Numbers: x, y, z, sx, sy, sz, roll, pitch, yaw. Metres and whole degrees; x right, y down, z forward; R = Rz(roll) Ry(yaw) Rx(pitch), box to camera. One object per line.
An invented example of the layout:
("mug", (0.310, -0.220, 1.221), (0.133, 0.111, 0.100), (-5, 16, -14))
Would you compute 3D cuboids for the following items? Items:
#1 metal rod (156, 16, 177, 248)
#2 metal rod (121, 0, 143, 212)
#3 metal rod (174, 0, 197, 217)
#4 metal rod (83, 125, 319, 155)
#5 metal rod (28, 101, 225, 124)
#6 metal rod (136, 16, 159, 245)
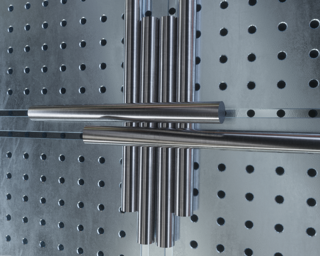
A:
("metal rod", (0.009, 0.005, 0.411), (0.025, 0.025, 0.298), (1, 90, 20))
("metal rod", (-0.038, -0.037, 0.426), (0.025, 0.025, 0.298), (1, 90, 20))
("metal rod", (0.033, -0.038, 0.400), (0.025, 0.025, 0.298), (1, 90, 20))
("metal rod", (0.053, 0.013, 0.372), (0.301, 0.025, 0.025), (2, 91, 11))
("metal rod", (-0.064, -0.020, 0.411), (0.300, 0.025, 0.025), (1, 91, 29))
("metal rod", (-0.016, 0.004, 0.417), (0.025, 0.025, 0.298), (1, 90, 20))
